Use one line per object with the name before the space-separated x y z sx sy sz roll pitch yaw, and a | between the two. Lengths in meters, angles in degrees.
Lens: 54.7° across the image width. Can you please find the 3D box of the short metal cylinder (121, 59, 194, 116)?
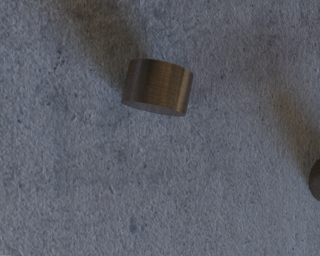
short metal cylinder | -0.003 -0.047 0.380 0.081 0.080 0.050 13 86 -20

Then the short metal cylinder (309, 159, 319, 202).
short metal cylinder | 0.295 0.089 0.507 0.081 0.050 0.079 0 90 -21
